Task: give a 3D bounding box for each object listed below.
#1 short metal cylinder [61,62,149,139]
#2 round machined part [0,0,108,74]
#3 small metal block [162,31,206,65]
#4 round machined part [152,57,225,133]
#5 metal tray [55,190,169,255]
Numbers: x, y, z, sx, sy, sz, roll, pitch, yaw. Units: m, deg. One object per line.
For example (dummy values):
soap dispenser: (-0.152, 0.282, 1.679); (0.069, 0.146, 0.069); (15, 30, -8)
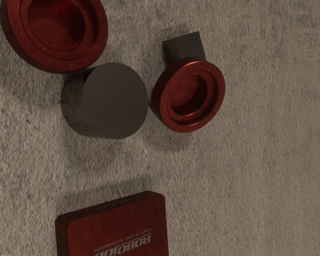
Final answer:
short metal cylinder: (-0.060, -0.028, 0.340); (0.081, 0.050, 0.079); (0, 90, -40)
round machined part: (-0.105, -0.102, 0.307); (0.099, 0.042, 0.097); (0, 90, -40)
small metal block: (0.036, -0.105, 0.437); (0.050, 0.025, 0.050); (-28, 108, -37)
round machined part: (0.033, -0.046, 0.407); (0.099, 0.042, 0.097); (-15, 124, -23)
metal tray: (-0.050, 0.132, 0.362); (0.131, 0.030, 0.089); (-7, 95, -40)
